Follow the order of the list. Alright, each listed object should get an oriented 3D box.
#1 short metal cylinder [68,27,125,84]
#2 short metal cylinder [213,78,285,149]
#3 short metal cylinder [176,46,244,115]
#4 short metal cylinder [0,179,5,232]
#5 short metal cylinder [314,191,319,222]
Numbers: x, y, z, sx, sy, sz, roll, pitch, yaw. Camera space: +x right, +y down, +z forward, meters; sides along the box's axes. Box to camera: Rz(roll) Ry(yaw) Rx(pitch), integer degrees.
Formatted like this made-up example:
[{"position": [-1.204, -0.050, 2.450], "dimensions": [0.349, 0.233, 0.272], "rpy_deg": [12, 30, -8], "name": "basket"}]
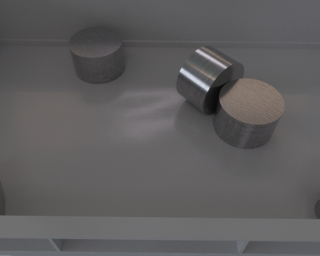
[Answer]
[{"position": [-0.097, -0.114, 0.484], "dimensions": [0.080, 0.050, 0.080], "rpy_deg": [0, 50, 0], "name": "short metal cylinder"}, {"position": [0.114, -0.019, 0.405], "dimensions": [0.081, 0.050, 0.080], "rpy_deg": [1, 51, -1], "name": "short metal cylinder"}, {"position": [0.069, -0.065, 0.424], "dimensions": [0.080, 0.080, 0.050], "rpy_deg": [-34, 58, -25], "name": "short metal cylinder"}, {"position": [-0.195, 0.073, 0.307], "dimensions": [0.050, 0.080, 0.080], "rpy_deg": [-13, 51, -11], "name": "short metal cylinder"}, {"position": [0.204, 0.074, 0.308], "dimensions": [0.080, 0.080, 0.050], "rpy_deg": [27, 55, 20], "name": "short metal cylinder"}]
